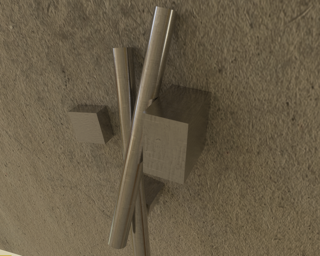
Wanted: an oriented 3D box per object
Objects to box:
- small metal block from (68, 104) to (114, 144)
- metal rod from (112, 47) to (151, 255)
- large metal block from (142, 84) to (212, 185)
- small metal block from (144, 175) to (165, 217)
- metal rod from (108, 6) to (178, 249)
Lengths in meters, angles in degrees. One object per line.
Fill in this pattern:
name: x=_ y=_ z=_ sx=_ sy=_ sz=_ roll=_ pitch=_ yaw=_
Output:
small metal block: x=-0.100 y=-0.006 z=0.454 sx=0.050 sy=0.025 sz=0.050 roll=4 pitch=120 yaw=26
metal rod: x=-0.035 y=0.048 z=0.408 sx=0.025 sy=0.025 sz=0.298 roll=3 pitch=106 yaw=26
large metal block: x=0.021 y=0.005 z=0.362 sx=0.050 sy=0.080 sz=0.079 roll=14 pitch=124 yaw=20
small metal block: x=-0.028 y=0.097 z=0.464 sx=0.050 sy=0.050 sz=0.025 roll=21 pitch=127 yaw=15
metal rod: x=-0.025 y=0.014 z=0.369 sx=0.025 sy=0.025 sz=0.298 roll=18 pitch=108 yaw=17
